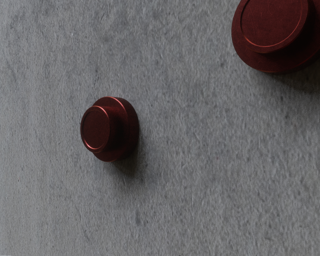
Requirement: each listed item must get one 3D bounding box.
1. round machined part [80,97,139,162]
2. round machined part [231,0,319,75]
[{"bbox_3d":[-0.080,0.002,0.458,0.098,0.042,0.097,0,90,39],"label":"round machined part"},{"bbox_3d":[0.114,-0.103,0.299,0.098,0.042,0.097,0,90,39],"label":"round machined part"}]
